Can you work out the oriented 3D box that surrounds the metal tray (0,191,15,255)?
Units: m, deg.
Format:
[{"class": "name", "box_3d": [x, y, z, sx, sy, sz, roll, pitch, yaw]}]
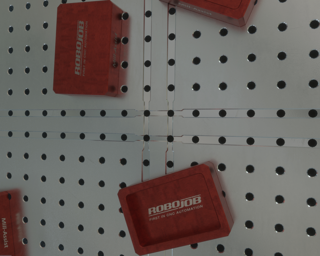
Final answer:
[{"class": "metal tray", "box_3d": [-0.292, 0.174, 0.514, 0.090, 0.030, 0.129, -8, 87, 19]}]

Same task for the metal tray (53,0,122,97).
[{"class": "metal tray", "box_3d": [-0.105, -0.112, 0.448, 0.090, 0.030, 0.129, 4, 91, 20]}]

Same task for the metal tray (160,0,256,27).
[{"class": "metal tray", "box_3d": [0.062, -0.192, 0.388, 0.130, 0.030, 0.090, 26, 98, 18]}]

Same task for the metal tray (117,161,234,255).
[{"class": "metal tray", "box_3d": [0.018, 0.105, 0.403, 0.130, 0.030, 0.090, -20, 83, 18]}]
